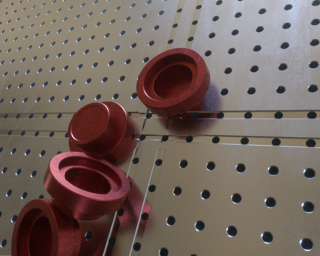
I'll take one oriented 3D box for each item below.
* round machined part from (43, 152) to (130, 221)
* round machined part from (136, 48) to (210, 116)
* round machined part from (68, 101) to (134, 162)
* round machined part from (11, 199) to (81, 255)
[{"bbox_3d":[-0.089,0.072,0.370,0.098,0.099,0.042,39,112,38],"label":"round machined part"},{"bbox_3d":[0.021,-0.058,0.421,0.098,0.042,0.098,-13,56,20],"label":"round machined part"},{"bbox_3d":[-0.091,0.002,0.442,0.098,0.042,0.098,-13,56,20],"label":"round machined part"},{"bbox_3d":[-0.132,0.134,0.369,0.098,0.042,0.098,-10,73,37],"label":"round machined part"}]
